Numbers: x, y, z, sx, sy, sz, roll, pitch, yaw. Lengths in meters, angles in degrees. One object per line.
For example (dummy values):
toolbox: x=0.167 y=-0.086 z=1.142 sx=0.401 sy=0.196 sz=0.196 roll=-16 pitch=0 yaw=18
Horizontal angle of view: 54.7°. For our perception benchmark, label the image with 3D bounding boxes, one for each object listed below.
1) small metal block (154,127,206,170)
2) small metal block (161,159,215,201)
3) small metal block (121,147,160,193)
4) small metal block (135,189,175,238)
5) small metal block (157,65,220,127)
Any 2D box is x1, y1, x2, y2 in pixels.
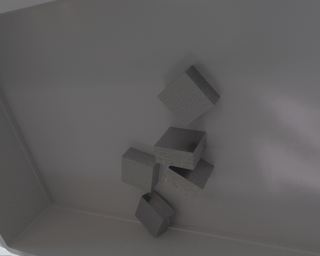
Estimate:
small metal block: x=0.027 y=0.024 z=0.393 sx=0.050 sy=0.050 sz=0.025 roll=8 pitch=122 yaw=24
small metal block: x=0.038 y=0.059 z=0.409 sx=0.050 sy=0.050 sz=0.025 roll=32 pitch=129 yaw=7
small metal block: x=-0.029 y=0.063 z=0.463 sx=0.050 sy=0.025 sz=0.050 roll=18 pitch=126 yaw=18
small metal block: x=-0.009 y=0.134 z=0.486 sx=0.050 sy=0.025 sz=0.050 roll=42 pitch=132 yaw=27
small metal block: x=0.034 y=-0.037 z=0.368 sx=0.050 sy=0.025 sz=0.050 roll=48 pitch=129 yaw=-6
